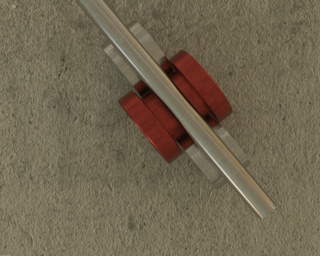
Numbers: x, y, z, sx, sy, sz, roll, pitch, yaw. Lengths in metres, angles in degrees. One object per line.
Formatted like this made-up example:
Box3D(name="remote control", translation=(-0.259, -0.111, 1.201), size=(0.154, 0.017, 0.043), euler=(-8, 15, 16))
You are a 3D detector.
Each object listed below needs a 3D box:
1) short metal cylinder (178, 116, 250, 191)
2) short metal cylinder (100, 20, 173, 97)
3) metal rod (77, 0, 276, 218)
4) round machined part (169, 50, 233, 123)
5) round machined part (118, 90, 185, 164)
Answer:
Box3D(name="short metal cylinder", translation=(0.065, 0.030, 0.384), size=(0.050, 0.080, 0.080), euler=(-39, 91, 0))
Box3D(name="short metal cylinder", translation=(-0.028, -0.084, 0.383), size=(0.050, 0.080, 0.080), euler=(-39, 91, 0))
Box3D(name="metal rod", translation=(0.018, -0.026, 0.332), size=(0.025, 0.025, 0.300), euler=(-40, 91, 0))
Box3D(name="round machined part", translation=(0.040, -0.043, 0.375), size=(0.042, 0.098, 0.098), euler=(-39, 90, 5))
Box3D(name="round machined part", translation=(-0.004, -0.007, 0.373), size=(0.042, 0.098, 0.098), euler=(-39, 91, -4))
